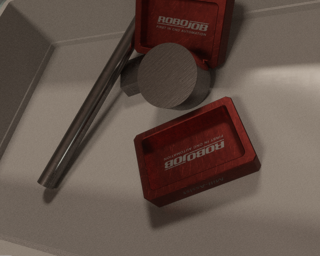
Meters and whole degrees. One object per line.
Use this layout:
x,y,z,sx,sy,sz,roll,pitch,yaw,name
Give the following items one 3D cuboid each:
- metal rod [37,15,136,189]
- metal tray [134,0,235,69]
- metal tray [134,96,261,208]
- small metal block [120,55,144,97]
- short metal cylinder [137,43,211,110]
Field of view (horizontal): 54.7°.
-0.091,-0.049,0.458,0.025,0.025,0.299,24,81,36,metal rod
0.028,-0.139,0.422,0.130,0.089,0.030,18,30,25,metal tray
0.038,0.028,0.364,0.130,0.030,0.090,-23,53,13,metal tray
-0.032,-0.081,0.471,0.050,0.025,0.050,-16,55,18,small metal block
0.019,-0.063,0.398,0.080,0.050,0.079,0,89,27,short metal cylinder
